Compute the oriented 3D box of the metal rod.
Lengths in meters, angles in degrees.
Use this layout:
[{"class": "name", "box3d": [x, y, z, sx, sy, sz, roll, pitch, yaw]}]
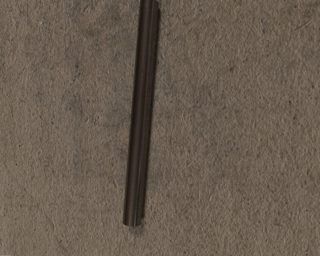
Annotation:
[{"class": "metal rod", "box3d": [-0.026, -0.019, 0.417, 0.025, 0.025, 0.298, 5, 92, 19]}]
